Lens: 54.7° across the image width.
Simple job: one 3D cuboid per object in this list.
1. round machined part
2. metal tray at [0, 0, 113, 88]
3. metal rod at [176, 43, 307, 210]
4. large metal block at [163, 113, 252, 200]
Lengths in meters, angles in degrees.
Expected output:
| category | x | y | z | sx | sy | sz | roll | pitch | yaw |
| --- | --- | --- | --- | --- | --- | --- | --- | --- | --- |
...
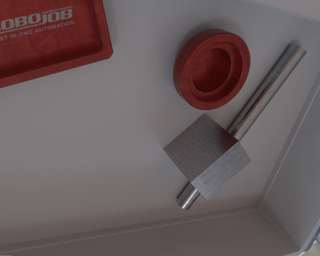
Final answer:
| category | x | y | z | sx | sy | sz | roll | pitch | yaw |
| --- | --- | --- | --- | --- | --- | --- | --- | --- | --- |
| round machined part | 0.060 | -0.075 | 0.386 | 0.099 | 0.042 | 0.097 | -14 | 125 | -21 |
| metal tray | -0.117 | -0.094 | 0.283 | 0.131 | 0.030 | 0.089 | -20 | 126 | -17 |
| metal rod | 0.120 | 0.005 | 0.479 | 0.025 | 0.025 | 0.299 | 25 | 105 | -37 |
| large metal block | 0.064 | 0.038 | 0.433 | 0.080 | 0.080 | 0.050 | -41 | 130 | -1 |
